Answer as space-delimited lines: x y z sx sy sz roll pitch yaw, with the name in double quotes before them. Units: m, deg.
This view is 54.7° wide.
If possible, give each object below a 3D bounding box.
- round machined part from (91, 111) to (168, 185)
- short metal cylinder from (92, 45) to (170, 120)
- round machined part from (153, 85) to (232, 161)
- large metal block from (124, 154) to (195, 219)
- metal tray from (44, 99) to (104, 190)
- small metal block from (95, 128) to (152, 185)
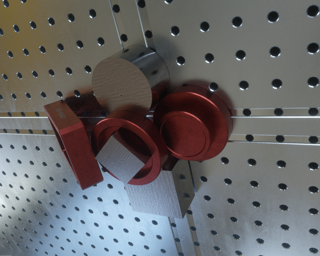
"round machined part" -0.035 0.021 0.394 0.098 0.042 0.097 13 124 21
"short metal cylinder" -0.035 -0.055 0.379 0.080 0.050 0.079 13 124 21
"round machined part" 0.035 0.001 0.381 0.098 0.042 0.097 13 124 21
"large metal block" -0.003 0.076 0.440 0.080 0.050 0.080 1 119 28
"metal tray" -0.125 0.019 0.439 0.130 0.030 0.089 33 142 57
"small metal block" -0.043 0.033 0.375 0.050 0.025 0.050 41 129 0
